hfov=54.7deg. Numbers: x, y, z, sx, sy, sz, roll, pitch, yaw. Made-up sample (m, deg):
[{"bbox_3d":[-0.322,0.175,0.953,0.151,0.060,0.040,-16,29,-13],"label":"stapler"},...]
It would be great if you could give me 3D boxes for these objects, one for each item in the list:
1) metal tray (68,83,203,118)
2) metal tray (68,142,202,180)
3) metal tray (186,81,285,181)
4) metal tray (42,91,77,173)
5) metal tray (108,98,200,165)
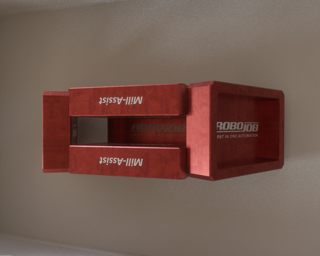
[{"bbox_3d":[-0.024,-0.027,0.350,0.130,0.090,0.030,0,90,20],"label":"metal tray"},{"bbox_3d":[-0.024,0.033,0.351,0.130,0.090,0.030,0,90,19],"label":"metal tray"},{"bbox_3d":[0.084,0.002,0.325,0.030,0.131,0.089,1,91,49],"label":"metal tray"},{"bbox_3d":[-0.125,0.003,0.399,0.030,0.130,0.089,0,91,-12],"label":"metal tray"},{"bbox_3d":[-0.004,0.003,0.408,0.130,0.030,0.089,0,90,19],"label":"metal tray"}]
